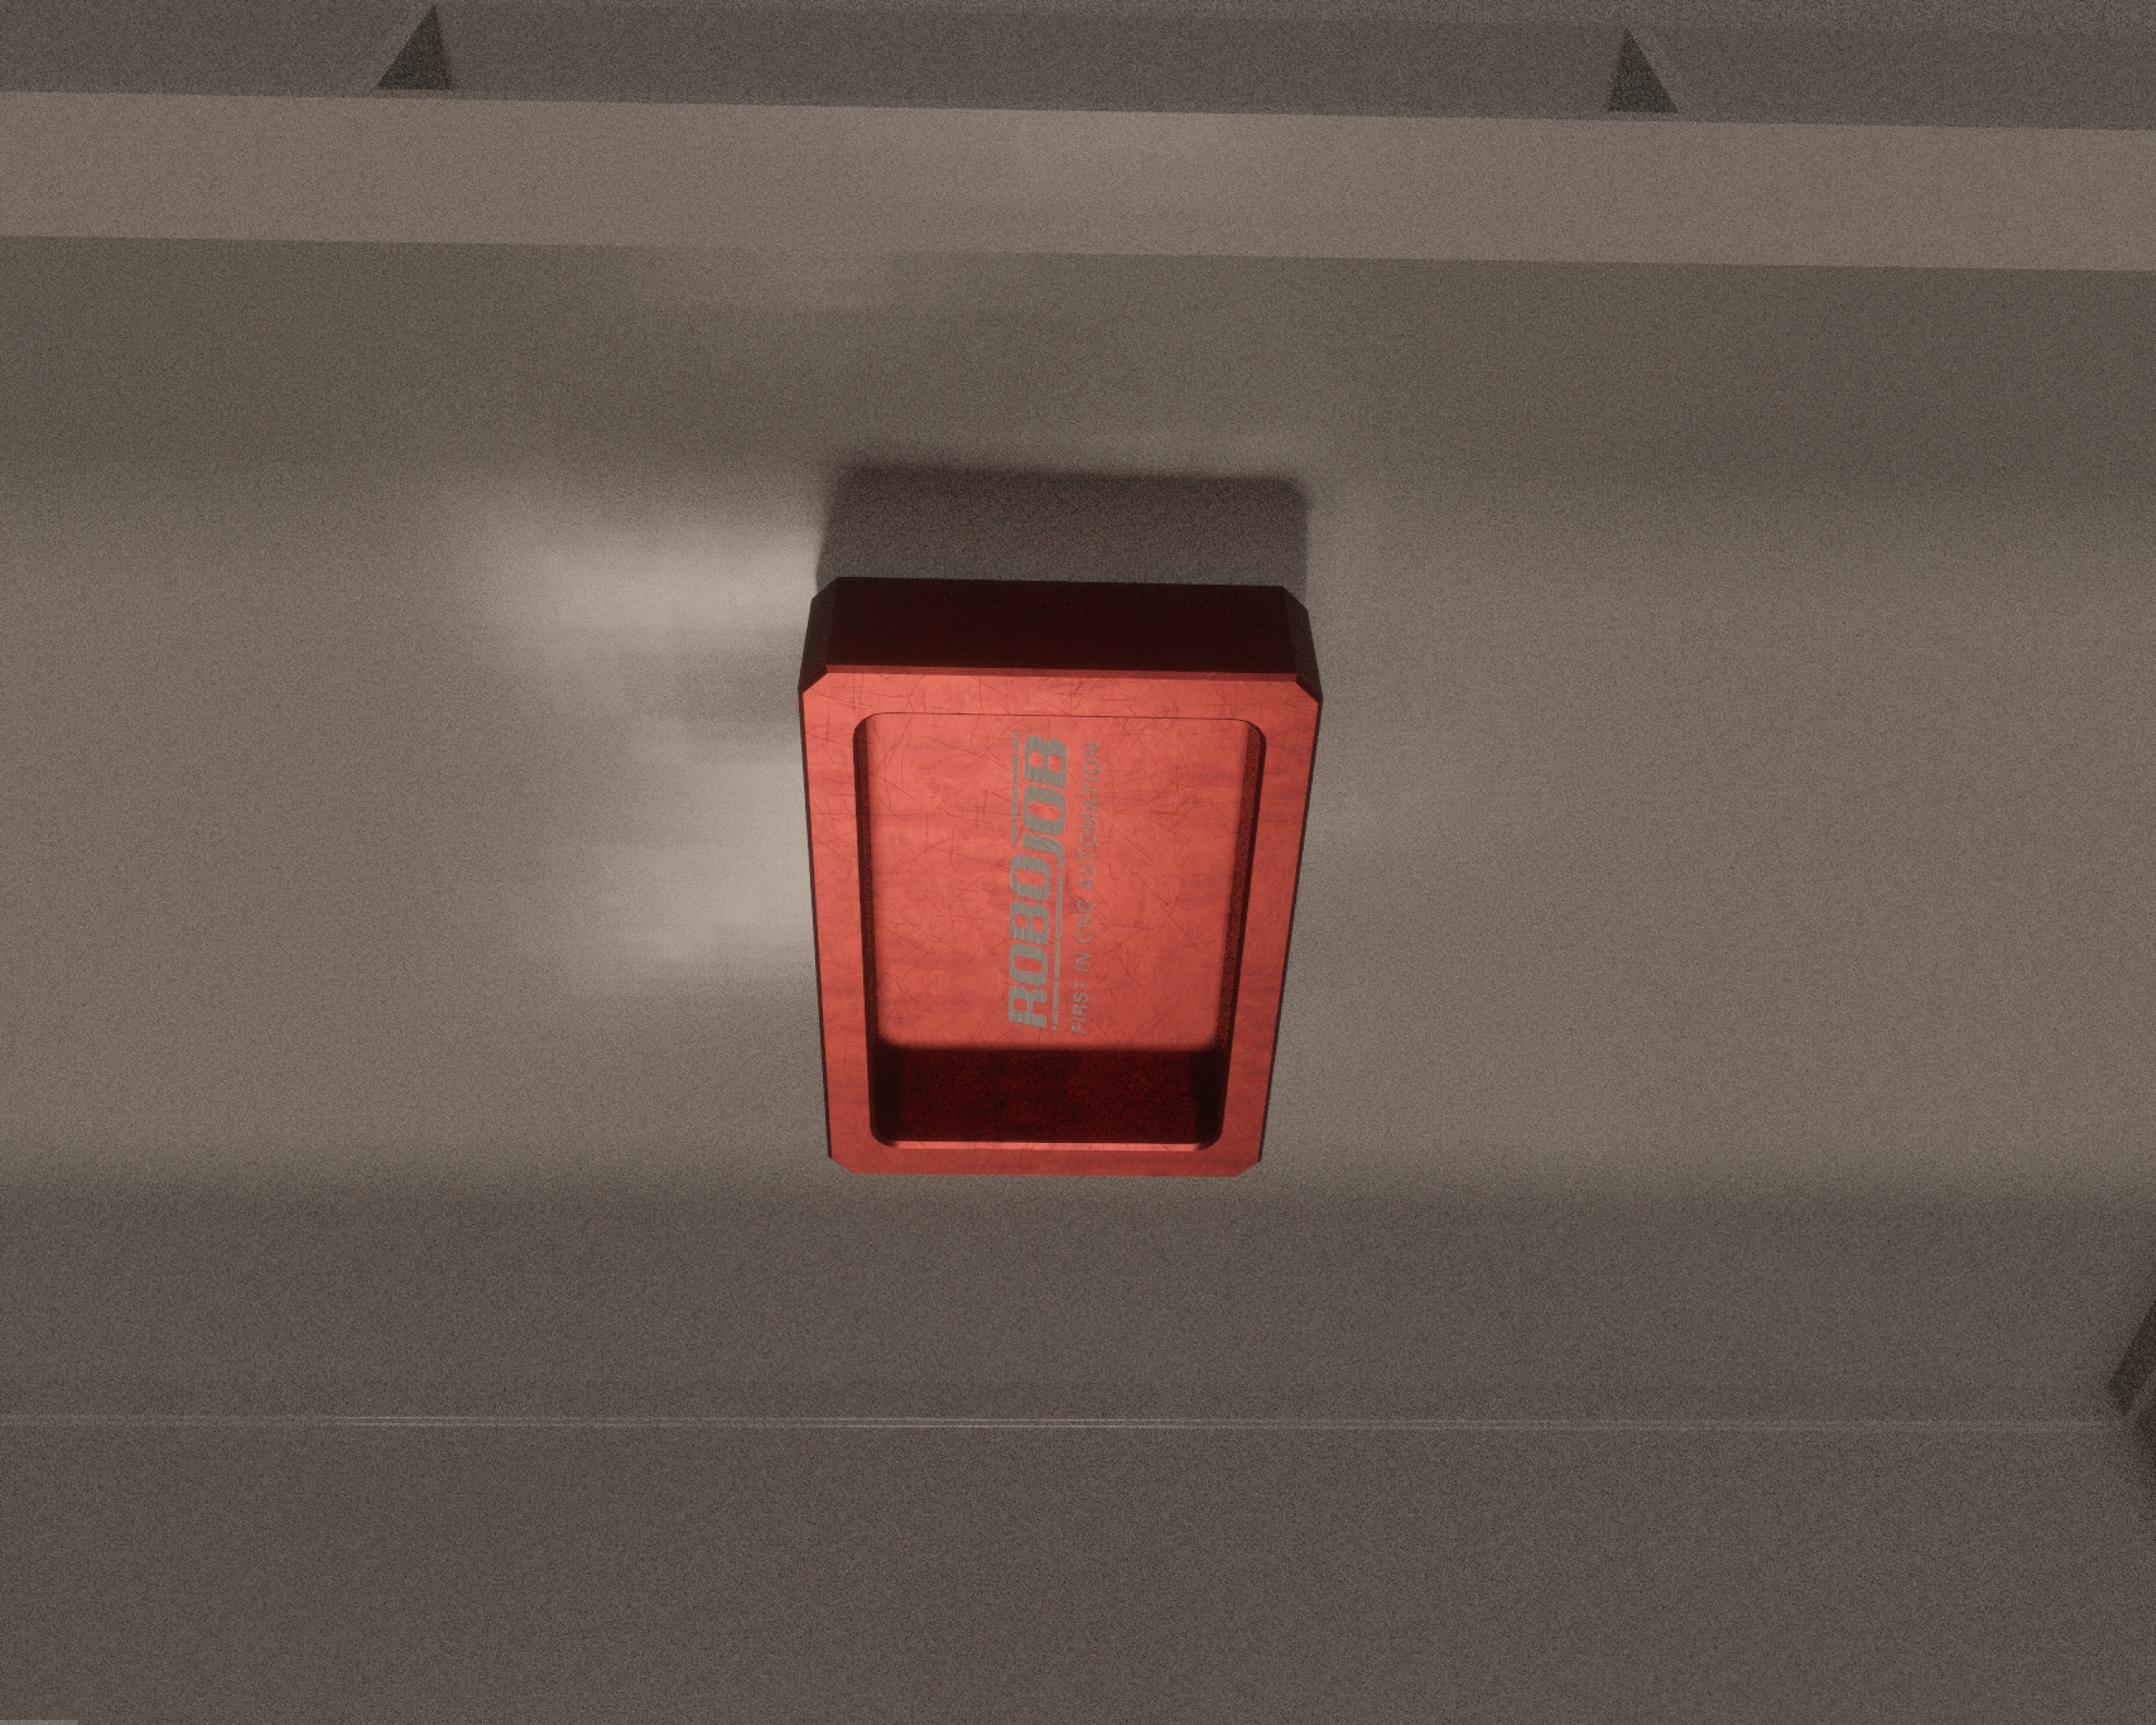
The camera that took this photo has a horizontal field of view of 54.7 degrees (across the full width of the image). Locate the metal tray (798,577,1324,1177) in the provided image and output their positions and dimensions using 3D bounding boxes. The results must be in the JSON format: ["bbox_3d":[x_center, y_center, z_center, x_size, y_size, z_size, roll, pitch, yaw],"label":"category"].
[{"bbox_3d":[-0.005,0.007,0.408,0.091,0.030,0.129,1,130,-2],"label":"metal tray"}]
